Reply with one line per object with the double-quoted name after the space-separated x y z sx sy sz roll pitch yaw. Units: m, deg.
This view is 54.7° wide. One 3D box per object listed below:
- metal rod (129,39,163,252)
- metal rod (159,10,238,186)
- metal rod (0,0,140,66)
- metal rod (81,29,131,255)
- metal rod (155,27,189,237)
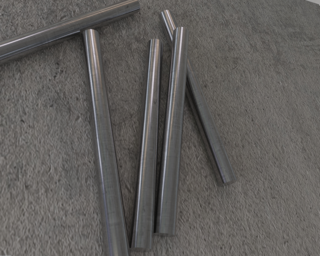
-0.014 -0.002 0.397 0.025 0.025 0.300 16 55 -19 "metal rod"
0.050 -0.059 0.466 0.025 0.025 0.299 -3 63 -30 "metal rod"
-0.134 -0.125 0.407 0.025 0.025 0.302 48 51 5 "metal rod"
-0.068 0.004 0.364 0.025 0.025 0.299 2 61 -27 "metal rod"
0.019 -0.015 0.406 0.025 0.025 0.299 17 60 -19 "metal rod"
